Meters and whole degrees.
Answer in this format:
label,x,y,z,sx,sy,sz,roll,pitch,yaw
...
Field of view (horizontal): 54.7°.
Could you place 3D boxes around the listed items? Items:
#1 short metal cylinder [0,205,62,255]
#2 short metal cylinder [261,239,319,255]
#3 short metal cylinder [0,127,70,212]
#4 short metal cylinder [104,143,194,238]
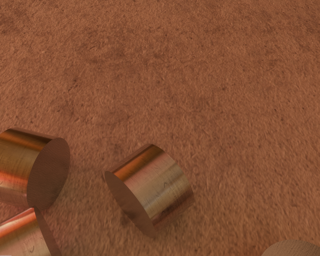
label,x,y,z,sx,sy,sz,roll,pitch,yaw
short metal cylinder,-0.117,0.115,0.269,0.050,0.080,0.080,-25,55,-20
short metal cylinder,0.117,0.145,0.267,0.081,0.050,0.080,0,50,0
short metal cylinder,-0.139,0.043,0.329,0.050,0.080,0.080,13,51,10
short metal cylinder,-0.012,0.063,0.315,0.050,0.080,0.080,-34,58,-25
